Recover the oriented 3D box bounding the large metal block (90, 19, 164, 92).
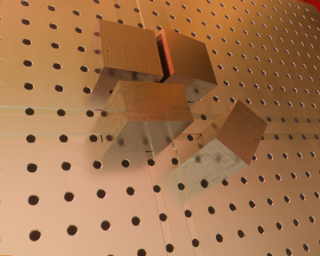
[{"bbox_3d":[-0.048,-0.094,0.425,0.081,0.050,0.080,4,60,-27],"label":"large metal block"}]

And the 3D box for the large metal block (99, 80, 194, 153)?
[{"bbox_3d":[-0.020,-0.011,0.370,0.081,0.080,0.050,-1,62,-29],"label":"large metal block"}]

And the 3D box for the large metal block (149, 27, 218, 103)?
[{"bbox_3d":[0.030,-0.091,0.457,0.081,0.050,0.080,9,57,-35],"label":"large metal block"}]

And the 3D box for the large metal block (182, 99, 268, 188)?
[{"bbox_3d":[0.085,0.022,0.407,0.050,0.080,0.080,40,51,-2],"label":"large metal block"}]
